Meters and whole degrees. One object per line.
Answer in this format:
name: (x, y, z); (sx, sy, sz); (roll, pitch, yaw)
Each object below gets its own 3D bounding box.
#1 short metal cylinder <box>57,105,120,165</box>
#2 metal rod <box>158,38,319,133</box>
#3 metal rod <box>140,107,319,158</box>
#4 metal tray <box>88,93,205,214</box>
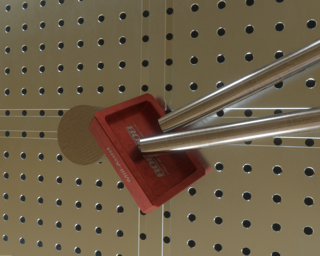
short metal cylinder: (-0.093, 0.009, 0.431); (0.080, 0.050, 0.079); (0, 90, 19)
metal rod: (0.136, -0.066, 0.350); (0.300, 0.025, 0.025); (-26, 82, 12)
metal rod: (0.126, -0.002, 0.345); (0.301, 0.025, 0.025); (-10, 87, 10)
metal tray: (-0.015, 0.026, 0.382); (0.130, 0.091, 0.030); (55, 142, 11)
